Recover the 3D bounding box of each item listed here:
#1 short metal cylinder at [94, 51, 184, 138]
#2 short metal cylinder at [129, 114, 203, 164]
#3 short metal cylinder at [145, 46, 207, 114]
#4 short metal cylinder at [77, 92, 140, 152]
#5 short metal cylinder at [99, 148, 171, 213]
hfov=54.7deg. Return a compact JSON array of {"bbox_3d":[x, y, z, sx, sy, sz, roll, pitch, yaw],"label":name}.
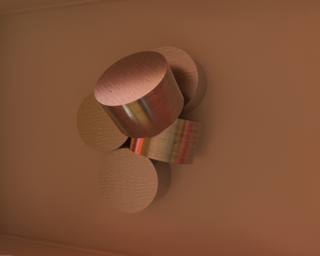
[{"bbox_3d":[-0.021,-0.036,0.327,0.080,0.050,0.080,-15,45,16],"label":"short metal cylinder"},{"bbox_3d":[0.007,0.009,0.377,0.080,0.080,0.050,14,95,19],"label":"short metal cylinder"},{"bbox_3d":[0.014,-0.057,0.390,0.080,0.050,0.079,0,90,19],"label":"short metal cylinder"},{"bbox_3d":[-0.063,-0.010,0.416,0.080,0.050,0.079,0,90,19],"label":"short metal cylinder"},{"bbox_3d":[-0.032,0.065,0.405,0.080,0.050,0.079,0,90,19],"label":"short metal cylinder"}]
